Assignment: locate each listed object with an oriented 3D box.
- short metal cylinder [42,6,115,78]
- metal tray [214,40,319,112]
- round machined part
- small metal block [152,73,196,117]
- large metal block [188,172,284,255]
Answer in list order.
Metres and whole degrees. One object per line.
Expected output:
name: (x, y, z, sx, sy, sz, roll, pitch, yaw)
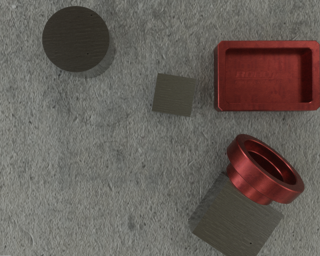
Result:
short metal cylinder: (-0.101, -0.107, 0.396, 0.081, 0.050, 0.079, 0, 90, -1)
metal tray: (0.139, -0.067, 0.409, 0.131, 0.030, 0.089, 0, 90, -1)
round machined part: (0.122, 0.055, 0.380, 0.098, 0.098, 0.042, 34, 115, 0)
small metal block: (0.018, -0.043, 0.410, 0.050, 0.025, 0.050, 9, 90, -1)
large metal block: (0.094, 0.116, 0.399, 0.080, 0.050, 0.080, 34, 90, -1)
